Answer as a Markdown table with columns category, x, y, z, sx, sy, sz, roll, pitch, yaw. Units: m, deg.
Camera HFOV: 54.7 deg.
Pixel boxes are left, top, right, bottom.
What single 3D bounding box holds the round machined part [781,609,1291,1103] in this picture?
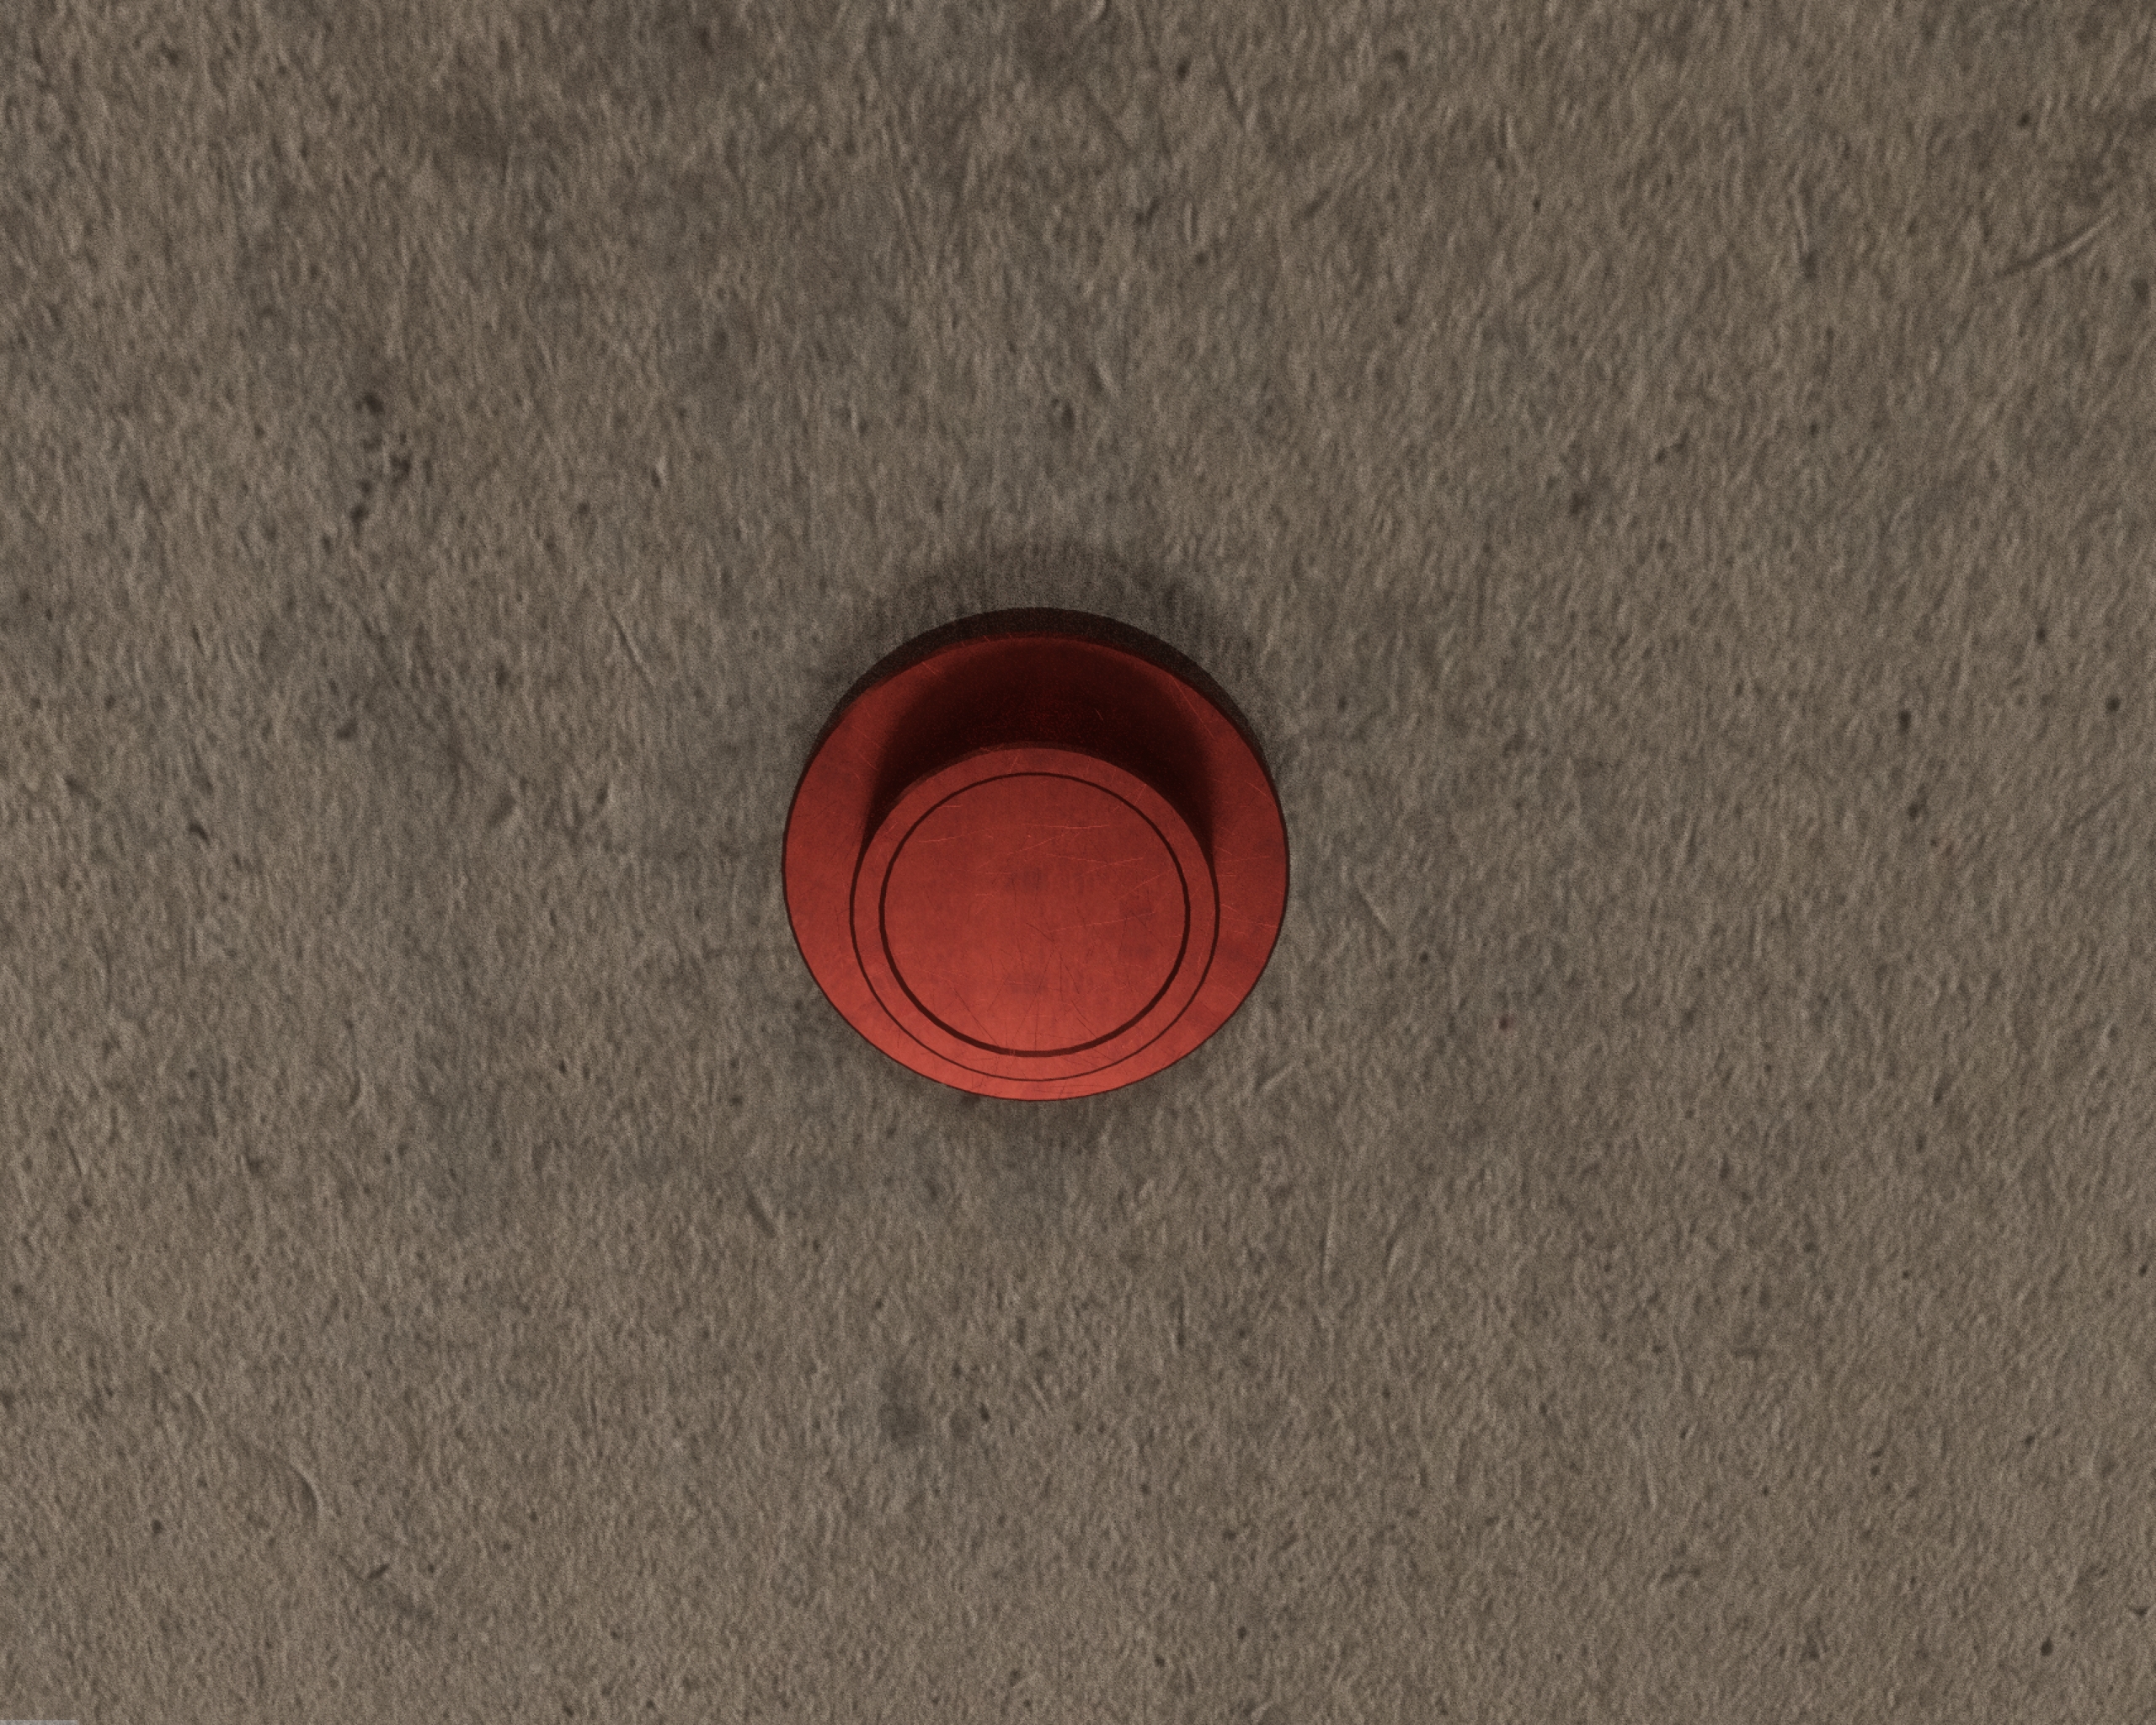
| category | x | y | z | sx | sy | sz | roll | pitch | yaw |
| --- | --- | --- | --- | --- | --- | --- | --- | --- | --- |
| round machined part | -0.008 | 0.003 | 0.403 | 0.099 | 0.042 | 0.097 | 0 | 110 | -1 |
